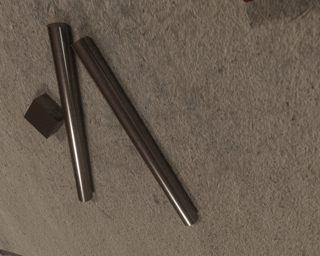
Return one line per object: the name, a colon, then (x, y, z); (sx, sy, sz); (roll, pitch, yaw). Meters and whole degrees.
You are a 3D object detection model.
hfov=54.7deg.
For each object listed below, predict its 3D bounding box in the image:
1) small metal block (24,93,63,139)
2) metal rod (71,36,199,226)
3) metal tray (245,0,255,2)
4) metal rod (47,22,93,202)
small metal block: (-0.179, -0.019, 0.487); (0.050, 0.025, 0.050); (45, 129, -4)
metal rod: (-0.027, 0.014, 0.428); (0.025, 0.025, 0.299); (-20, 108, 35)
metal tray: (0.123, -0.160, 0.239); (0.130, 0.030, 0.089); (-2, 118, 29)
metal rod: (-0.131, -0.004, 0.470); (0.025, 0.025, 0.298); (14, 124, 20)
